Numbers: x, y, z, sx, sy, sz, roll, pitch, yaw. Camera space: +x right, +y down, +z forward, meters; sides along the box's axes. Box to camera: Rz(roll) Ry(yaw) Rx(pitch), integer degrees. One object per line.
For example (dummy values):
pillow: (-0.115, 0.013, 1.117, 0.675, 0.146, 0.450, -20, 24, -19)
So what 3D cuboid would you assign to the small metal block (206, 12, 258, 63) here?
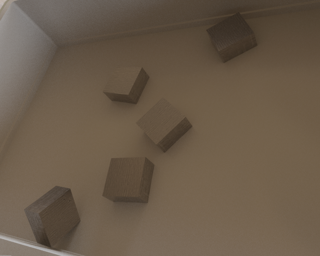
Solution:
small metal block: (0.099, -0.126, 0.431, 0.050, 0.025, 0.050, -26, 52, 11)

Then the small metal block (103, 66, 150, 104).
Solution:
small metal block: (-0.052, -0.067, 0.474, 0.050, 0.025, 0.050, 10, 67, 32)

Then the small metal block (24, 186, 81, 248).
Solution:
small metal block: (-0.130, 0.107, 0.379, 0.025, 0.050, 0.050, 3, 25, 30)

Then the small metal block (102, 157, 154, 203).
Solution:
small metal block: (-0.039, 0.065, 0.386, 0.050, 0.025, 0.050, -5, 60, 26)

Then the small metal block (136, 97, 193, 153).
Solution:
small metal block: (0.005, -0.004, 0.406, 0.050, 0.025, 0.050, -44, 51, -2)
